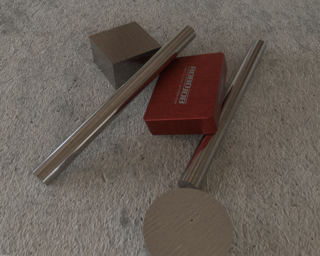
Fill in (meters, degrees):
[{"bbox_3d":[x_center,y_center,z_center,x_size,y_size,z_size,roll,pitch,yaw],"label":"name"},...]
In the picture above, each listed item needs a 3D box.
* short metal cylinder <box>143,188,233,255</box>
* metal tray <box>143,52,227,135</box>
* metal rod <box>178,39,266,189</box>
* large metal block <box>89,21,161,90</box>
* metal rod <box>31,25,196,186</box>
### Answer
[{"bbox_3d":[0.025,0.106,0.299,0.081,0.050,0.080,0,50,0],"label":"short metal cylinder"},{"bbox_3d":[0.039,-0.049,0.424,0.090,0.030,0.130,-2,47,22],"label":"metal tray"},{"bbox_3d":[0.099,-0.036,0.434,0.025,0.025,0.301,21,53,16],"label":"metal rod"},{"bbox_3d":[-0.053,-0.114,0.482,0.081,0.050,0.080,-26,55,-20],"label":"large metal block"},{"bbox_3d":[-0.046,-0.044,0.414,0.025,0.025,0.301,31,64,23],"label":"metal rod"}]
